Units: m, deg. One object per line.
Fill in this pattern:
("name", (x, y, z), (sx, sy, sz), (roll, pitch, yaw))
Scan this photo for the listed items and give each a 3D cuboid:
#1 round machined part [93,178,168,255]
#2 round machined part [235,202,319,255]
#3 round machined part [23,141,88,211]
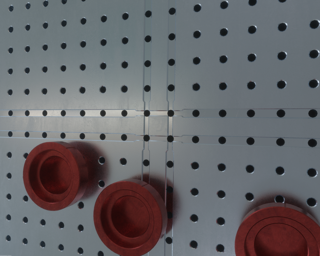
("round machined part", (-0.036, 0.117, 0.417), (0.098, 0.042, 0.097), (0, 90, 20))
("round machined part", (0.138, 0.134, 0.355), (0.098, 0.042, 0.097), (0, 90, 20))
("round machined part", (-0.147, 0.068, 0.456), (0.098, 0.042, 0.097), (0, 90, 20))
